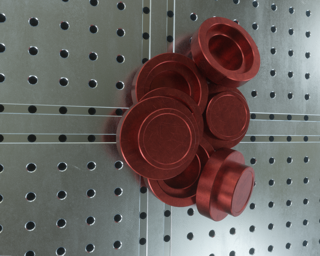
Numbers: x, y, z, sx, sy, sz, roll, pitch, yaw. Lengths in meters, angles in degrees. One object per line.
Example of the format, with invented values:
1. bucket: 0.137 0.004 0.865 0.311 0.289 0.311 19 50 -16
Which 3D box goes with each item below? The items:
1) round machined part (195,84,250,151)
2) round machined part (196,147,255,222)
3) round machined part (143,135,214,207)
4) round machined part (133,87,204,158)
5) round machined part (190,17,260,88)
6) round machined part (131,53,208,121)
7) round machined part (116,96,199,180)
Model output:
1. round machined part: 0.086 -0.016 0.434 0.099 0.042 0.097 0 90 -20
2. round machined part: 0.092 0.078 0.411 0.099 0.042 0.097 -24 121 -46
3. round machined part: 0.023 0.051 0.412 0.099 0.042 0.097 0 90 -20
4. round machined part: 0.004 -0.002 0.404 0.099 0.042 0.097 0 90 -20
5. round machined part: 0.084 -0.097 0.422 0.099 0.042 0.098 10 65 -23
6. round machined part: 0.010 -0.046 0.407 0.099 0.042 0.097 0 90 -20
7. round machined part: 0.002 0.012 0.359 0.099 0.042 0.097 0 90 -20
